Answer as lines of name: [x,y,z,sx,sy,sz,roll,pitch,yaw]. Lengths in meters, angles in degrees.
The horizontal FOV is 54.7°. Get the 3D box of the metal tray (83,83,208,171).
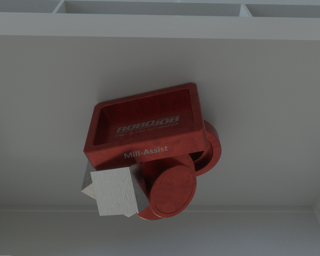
metal tray: [-0.016,-0.004,0.360,0.131,0.090,0.030,-11,130,9]

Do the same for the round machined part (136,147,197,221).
round machined part: [0.006,0.070,0.379,0.099,0.042,0.097,-12,112,-31]

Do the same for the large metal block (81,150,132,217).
large metal block: [-0.053,0.061,0.423,0.050,0.080,0.080,-36,122,26]

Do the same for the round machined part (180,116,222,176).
round machined part: [0.030,0.021,0.416,0.099,0.042,0.097,-1,130,0]

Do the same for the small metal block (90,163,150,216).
small metal block: [-0.044,0.067,0.343,0.050,0.025,0.050,-11,92,25]
